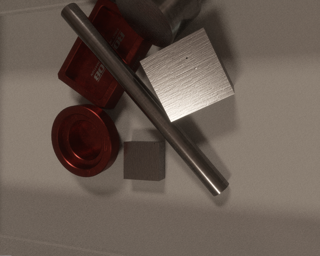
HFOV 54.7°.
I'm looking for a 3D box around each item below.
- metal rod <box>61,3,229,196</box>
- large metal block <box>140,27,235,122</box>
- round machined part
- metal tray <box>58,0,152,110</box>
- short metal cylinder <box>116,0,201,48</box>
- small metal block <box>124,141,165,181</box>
[{"bbox_3d":[-0.021,-0.038,0.392,0.025,0.025,0.300,-41,87,15],"label":"metal rod"},{"bbox_3d":[0.035,-0.065,0.373,0.080,0.050,0.080,-24,101,18],"label":"large metal block"},{"bbox_3d":[-0.098,0.015,0.428,0.098,0.042,0.097,5,103,24],"label":"round machined part"},{"bbox_3d":[-0.075,-0.102,0.432,0.090,0.030,0.129,35,101,16],"label":"metal tray"},{"bbox_3d":[-0.002,-0.137,0.342,0.080,0.080,0.050,36,75,16],"label":"short metal cylinder"},{"bbox_3d":[-0.021,0.043,0.417,0.050,0.025,0.050,0,90,19],"label":"small metal block"}]
